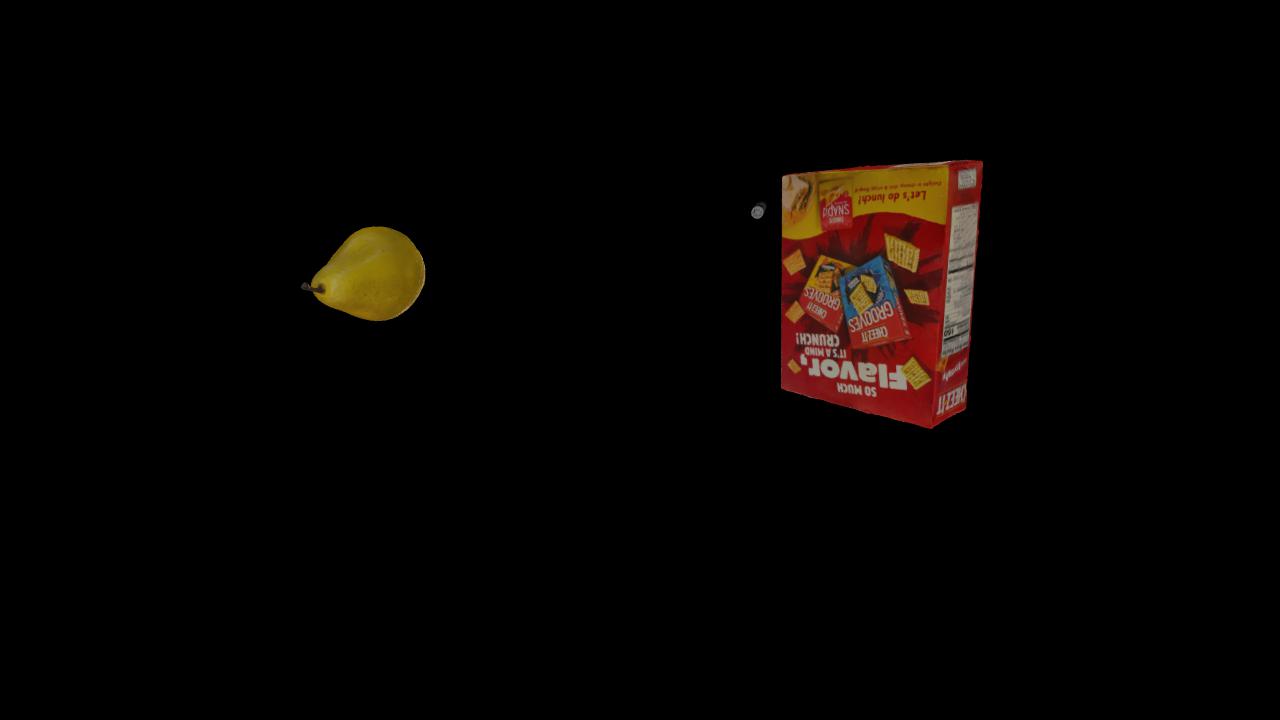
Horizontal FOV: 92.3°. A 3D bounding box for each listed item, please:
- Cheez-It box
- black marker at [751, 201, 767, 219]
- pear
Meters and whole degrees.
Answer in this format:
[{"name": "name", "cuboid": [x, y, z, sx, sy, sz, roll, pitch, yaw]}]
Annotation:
[{"name": "Cheez-It box", "cuboid": [0.215, -0.065, 0.573, 0.071, 0.223, 0.166, -15, 19, -35]}, {"name": "black marker", "cuboid": [0.194, -0.244, 0.997, 0.020, 0.020, 0.121, 0, 18, 15]}, {"name": "pear", "cuboid": [-0.226, -0.061, 0.491, 0.080, 0.080, 0.111, 0, 26, 24]}]
